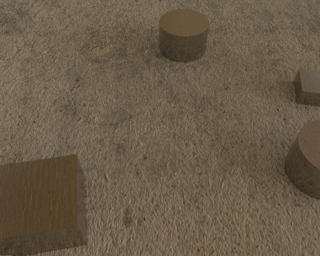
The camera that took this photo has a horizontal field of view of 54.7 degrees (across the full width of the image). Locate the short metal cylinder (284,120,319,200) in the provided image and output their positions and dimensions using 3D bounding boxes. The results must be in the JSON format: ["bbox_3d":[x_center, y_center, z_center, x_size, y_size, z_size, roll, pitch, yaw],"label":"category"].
[{"bbox_3d":[0.193,0.036,0.358,0.081,0.050,0.080,0,50,0],"label":"short metal cylinder"}]

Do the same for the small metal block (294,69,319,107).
[{"bbox_3d":[0.228,-0.059,0.454,0.050,0.025,0.050,8,50,7],"label":"small metal block"}]

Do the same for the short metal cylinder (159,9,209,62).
[{"bbox_3d":[0.039,-0.155,0.517,0.081,0.050,0.080,0,50,0],"label":"short metal cylinder"}]

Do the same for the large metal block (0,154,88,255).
[{"bbox_3d":[-0.121,0.079,0.319,0.081,0.050,0.080,-8,51,-7],"label":"large metal block"}]
